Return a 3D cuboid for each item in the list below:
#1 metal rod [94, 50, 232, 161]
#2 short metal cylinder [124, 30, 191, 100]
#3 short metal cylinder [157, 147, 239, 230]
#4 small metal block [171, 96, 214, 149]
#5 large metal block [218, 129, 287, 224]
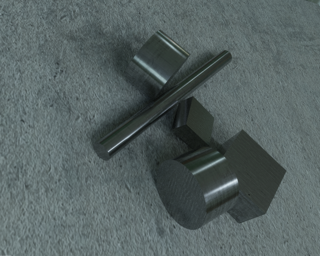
[{"bbox_3d":[0.024,-0.048,0.445,0.025,0.025,0.302,47,51,4],"label":"metal rod"},{"bbox_3d":[-0.004,-0.084,0.418,0.050,0.080,0.080,39,51,-2],"label":"short metal cylinder"},{"bbox_3d":[0.041,0.066,0.350,0.050,0.080,0.080,-18,71,-35],"label":"short metal cylinder"},{"bbox_3d":[0.046,-0.006,0.421,0.050,0.025,0.050,41,47,-29],"label":"small metal block"},{"bbox_3d":[0.106,0.063,0.407,0.080,0.050,0.080,44,51,2],"label":"large metal block"}]
